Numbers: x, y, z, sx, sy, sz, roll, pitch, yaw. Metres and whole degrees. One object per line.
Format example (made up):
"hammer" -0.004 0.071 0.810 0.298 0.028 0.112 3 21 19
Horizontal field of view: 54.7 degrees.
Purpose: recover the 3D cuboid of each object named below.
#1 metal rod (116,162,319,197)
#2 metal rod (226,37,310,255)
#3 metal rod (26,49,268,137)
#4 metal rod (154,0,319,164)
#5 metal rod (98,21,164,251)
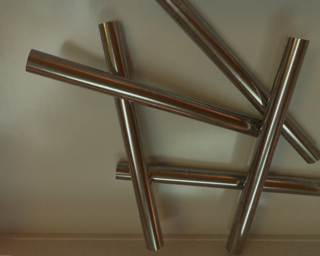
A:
"metal rod" 0.090 0.073 0.439 0.302 0.025 0.025 5 110 -3
"metal rod" 0.132 0.037 0.398 0.025 0.025 0.298 8 110 -4
"metal rod" 0.002 -0.034 0.370 0.302 0.025 0.025 15 110 -17
"metal rod" 0.106 -0.059 0.391 0.300 0.025 0.025 43 104 -15
"metal rod" -0.034 0.020 0.397 0.025 0.025 0.298 -10 102 3
